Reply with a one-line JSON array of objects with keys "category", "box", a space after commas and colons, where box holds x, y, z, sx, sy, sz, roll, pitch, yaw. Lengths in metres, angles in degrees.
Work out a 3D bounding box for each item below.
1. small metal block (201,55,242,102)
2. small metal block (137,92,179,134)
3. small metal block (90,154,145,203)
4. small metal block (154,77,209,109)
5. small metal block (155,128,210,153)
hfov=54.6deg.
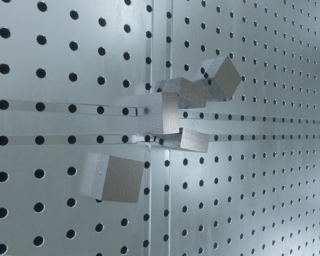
[{"category": "small metal block", "box": [0.098, -0.077, 0.490, 0.050, 0.025, 0.050, 49, 61, -29]}, {"category": "small metal block", "box": [-0.003, -0.018, 0.389, 0.025, 0.050, 0.050, -5, 93, -40]}, {"category": "small metal block", "box": [-0.050, 0.060, 0.367, 0.050, 0.025, 0.050, 16, 80, -39]}, {"category": "small metal block", "box": [0.028, -0.045, 0.415, 0.050, 0.050, 0.025, 18, 79, -39]}, {"category": "small metal block", "box": [0.030, 0.016, 0.417, 0.050, 0.050, 0.025, 14, 81, -39]}]
